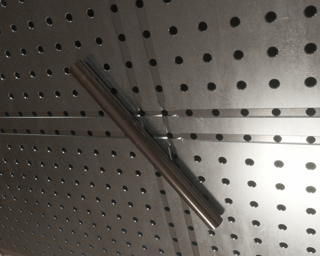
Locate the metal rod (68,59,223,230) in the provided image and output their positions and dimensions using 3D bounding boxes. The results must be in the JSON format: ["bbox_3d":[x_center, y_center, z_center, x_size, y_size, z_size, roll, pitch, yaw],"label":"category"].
[{"bbox_3d":[-0.016,0.027,0.434,0.300,0.025,0.025,49,128,-7],"label":"metal rod"}]
